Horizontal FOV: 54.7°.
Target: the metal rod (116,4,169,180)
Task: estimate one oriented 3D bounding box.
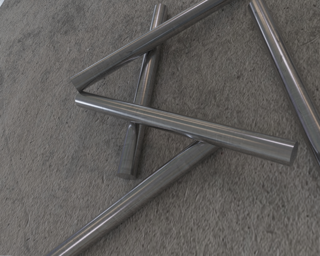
[{"bbox_3d":[-0.020,-0.070,0.457,0.025,0.025,0.300,-5,59,26],"label":"metal rod"}]

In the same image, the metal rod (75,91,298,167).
[{"bbox_3d":[0.005,-0.009,0.373,0.300,0.025,0.025,16,70,34],"label":"metal rod"}]

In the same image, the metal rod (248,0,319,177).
[{"bbox_3d":[0.152,-0.049,0.354,0.025,0.025,0.299,-19,54,17],"label":"metal rod"}]

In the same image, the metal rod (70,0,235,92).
[{"bbox_3d":[0.004,-0.141,0.460,0.301,0.025,0.025,-32,51,-4],"label":"metal rod"}]

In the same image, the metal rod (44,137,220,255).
[{"bbox_3d":[-0.053,0.103,0.368,0.300,0.025,0.025,-38,51,2],"label":"metal rod"}]
